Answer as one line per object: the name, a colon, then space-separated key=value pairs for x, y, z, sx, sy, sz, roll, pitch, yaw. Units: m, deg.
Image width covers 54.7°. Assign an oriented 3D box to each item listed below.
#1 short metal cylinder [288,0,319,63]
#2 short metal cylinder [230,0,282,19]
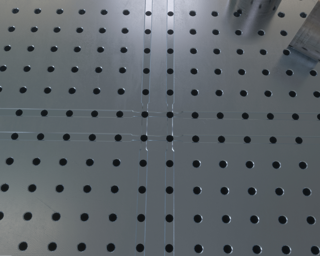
short metal cylinder: x=0.227 y=-0.140 z=0.435 sx=0.050 sy=0.080 sz=0.080 roll=33 pitch=73 yaw=11
short metal cylinder: x=0.154 y=-0.218 z=0.479 sx=0.081 sy=0.050 sz=0.080 roll=0 pitch=70 yaw=0
